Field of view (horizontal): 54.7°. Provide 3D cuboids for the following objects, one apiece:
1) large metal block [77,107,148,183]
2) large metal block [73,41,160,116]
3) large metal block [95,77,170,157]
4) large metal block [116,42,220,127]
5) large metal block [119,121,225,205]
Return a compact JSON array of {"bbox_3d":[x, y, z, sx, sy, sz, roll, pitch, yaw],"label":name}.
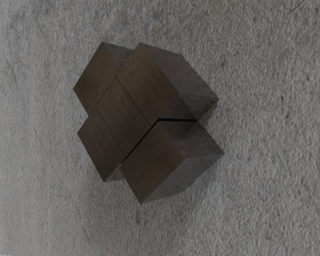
[{"bbox_3d":[-0.048,0.020,0.409,0.050,0.081,0.080,-50,61,28],"label":"large metal block"},{"bbox_3d":[-0.055,-0.060,0.414,0.080,0.081,0.050,-49,61,28],"label":"large metal block"},{"bbox_3d":[-0.019,-0.014,0.385,0.050,0.081,0.080,-50,61,28],"label":"large metal block"},{"bbox_3d":[0.010,-0.047,0.361,0.050,0.081,0.080,-50,61,28],"label":"large metal block"},{"bbox_3d":[0.014,0.038,0.358,0.080,0.081,0.050,-49,61,28],"label":"large metal block"}]
